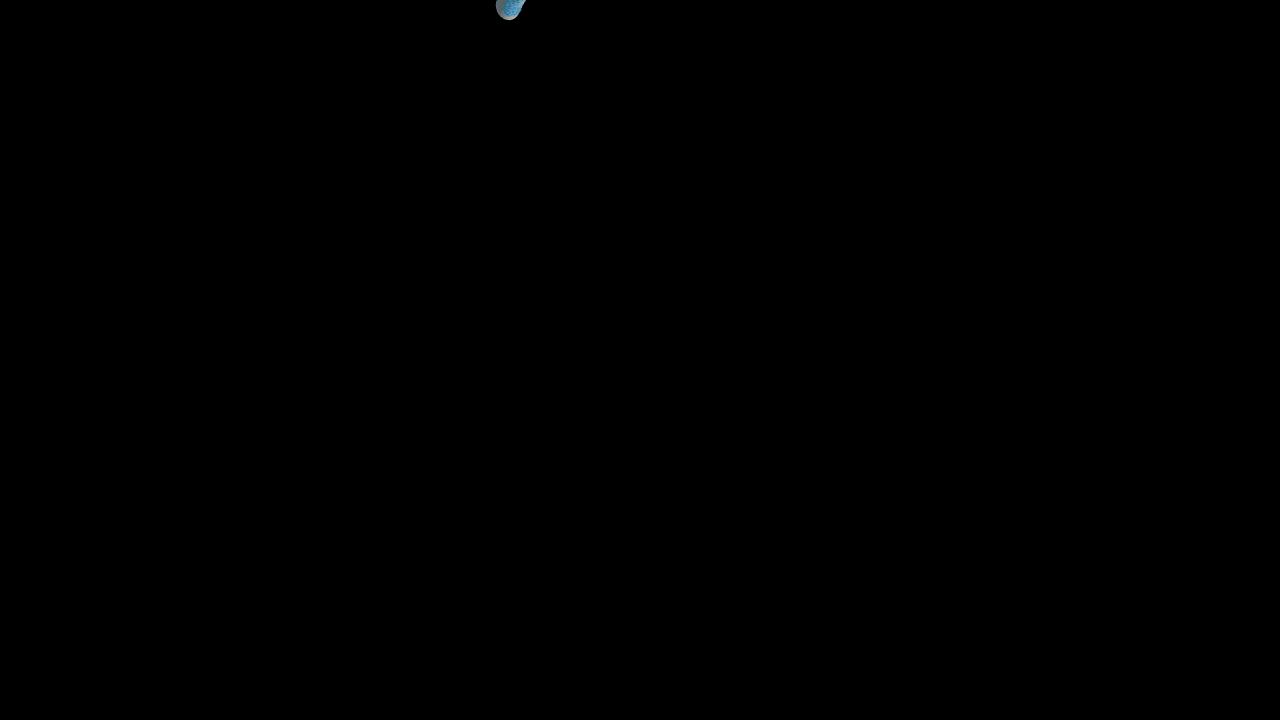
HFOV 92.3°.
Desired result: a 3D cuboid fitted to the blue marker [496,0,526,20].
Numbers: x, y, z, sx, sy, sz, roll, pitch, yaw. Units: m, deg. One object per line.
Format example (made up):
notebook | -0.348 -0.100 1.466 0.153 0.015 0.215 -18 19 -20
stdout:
blue marker | -0.088 -0.264 0.438 0.020 0.020 0.121 0 18 -18
